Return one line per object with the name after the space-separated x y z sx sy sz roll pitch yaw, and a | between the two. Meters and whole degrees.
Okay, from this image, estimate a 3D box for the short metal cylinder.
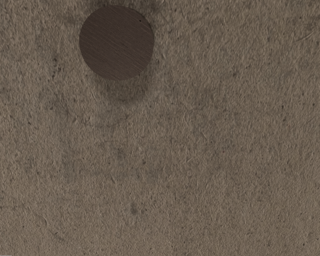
-0.047 -0.099 0.359 0.081 0.050 0.079 0 110 -1 | short metal cylinder
